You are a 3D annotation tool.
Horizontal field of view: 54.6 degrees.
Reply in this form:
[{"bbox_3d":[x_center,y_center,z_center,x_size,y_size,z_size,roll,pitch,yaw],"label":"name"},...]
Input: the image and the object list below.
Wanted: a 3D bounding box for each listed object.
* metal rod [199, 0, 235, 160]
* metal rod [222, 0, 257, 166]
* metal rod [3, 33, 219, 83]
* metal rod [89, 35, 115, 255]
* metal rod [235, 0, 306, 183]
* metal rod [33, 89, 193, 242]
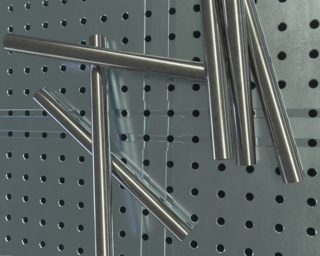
[{"bbox_3d":[0.063,-0.112,0.368,0.025,0.025,0.299,-6,80,20],"label":"metal rod"},{"bbox_3d":[0.089,-0.105,0.361,0.025,0.025,0.298,-4,96,20],"label":"metal rod"},{"bbox_3d":[-0.065,-0.092,0.409,0.301,0.025,0.025,11,94,9],"label":"metal rod"},{"bbox_3d":[-0.079,0.018,0.417,0.025,0.025,0.299,-8,79,20],"label":"metal rod"},{"bbox_3d":[0.118,-0.084,0.370,0.025,0.025,0.299,-16,85,19],"label":"metal rod"},{"bbox_3d":[-0.075,0.044,0.439,0.300,0.025,0.025,41,103,15],"label":"metal rod"}]
